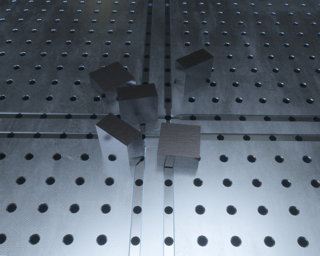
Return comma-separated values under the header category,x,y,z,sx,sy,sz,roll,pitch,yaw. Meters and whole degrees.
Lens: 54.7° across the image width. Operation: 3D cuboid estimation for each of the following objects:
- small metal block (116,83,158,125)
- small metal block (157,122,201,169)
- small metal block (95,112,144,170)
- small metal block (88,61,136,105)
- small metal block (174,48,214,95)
category,x,y,z,sx,sy,sz,roll,pitch,yaw
small metal block,-0.030,-0.031,0.417,0.050,0.050,0.025,-8,51,-7
small metal block,0.024,0.022,0.390,0.050,0.025,0.050,5,50,4
small metal block,-0.048,0.017,0.377,0.050,0.050,0.025,32,57,23
small metal block,-0.071,-0.069,0.464,0.050,0.025,0.050,-29,56,-23
small metal block,0.050,-0.084,0.462,0.050,0.050,0.025,-27,55,-21
